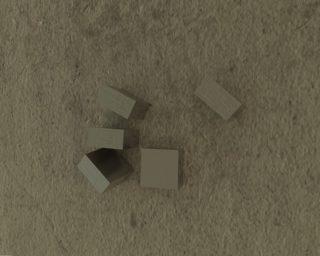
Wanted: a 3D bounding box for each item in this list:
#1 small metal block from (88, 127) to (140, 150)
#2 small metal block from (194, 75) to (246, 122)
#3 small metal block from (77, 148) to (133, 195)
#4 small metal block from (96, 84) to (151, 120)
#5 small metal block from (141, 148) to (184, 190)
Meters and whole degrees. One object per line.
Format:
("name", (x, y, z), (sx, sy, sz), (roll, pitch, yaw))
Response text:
("small metal block", (-0.061, 0.013, 0.416), (0.050, 0.050, 0.025), (4, 91, 19))
("small metal block", (0.072, -0.034, 0.370), (0.050, 0.050, 0.025), (44, 104, 14))
("small metal block", (-0.073, 0.055, 0.418), (0.050, 0.050, 0.025), (46, 120, 14))
("small metal block", (-0.047, -0.034, 0.411), (0.050, 0.050, 0.025), (29, 100, 17))
("small metal block", (0.003, 0.052, 0.407), (0.050, 0.025, 0.050), (2, 91, 19))
